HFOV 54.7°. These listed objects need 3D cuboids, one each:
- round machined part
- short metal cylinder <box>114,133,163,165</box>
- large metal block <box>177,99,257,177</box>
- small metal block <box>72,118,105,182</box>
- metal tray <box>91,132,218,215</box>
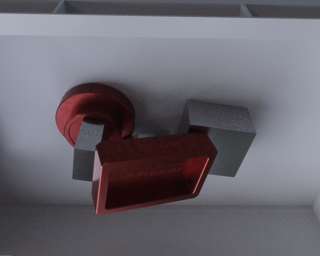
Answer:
[{"bbox_3d":[-0.082,-0.004,0.391,0.099,0.042,0.097,-1,130,0],"label":"round machined part"},{"bbox_3d":[-0.021,0.051,0.418,0.081,0.050,0.080,-10,144,-7],"label":"short metal cylinder"},{"bbox_3d":[0.067,0.015,0.403,0.081,0.050,0.079,7,130,-7],"label":"large metal block"},{"bbox_3d":[-0.082,0.025,0.356,0.025,0.050,0.050,10,130,-8],"label":"small metal block"},{"bbox_3d":[-0.008,0.052,0.355,0.131,0.030,0.089,-5,133,-22],"label":"metal tray"}]
